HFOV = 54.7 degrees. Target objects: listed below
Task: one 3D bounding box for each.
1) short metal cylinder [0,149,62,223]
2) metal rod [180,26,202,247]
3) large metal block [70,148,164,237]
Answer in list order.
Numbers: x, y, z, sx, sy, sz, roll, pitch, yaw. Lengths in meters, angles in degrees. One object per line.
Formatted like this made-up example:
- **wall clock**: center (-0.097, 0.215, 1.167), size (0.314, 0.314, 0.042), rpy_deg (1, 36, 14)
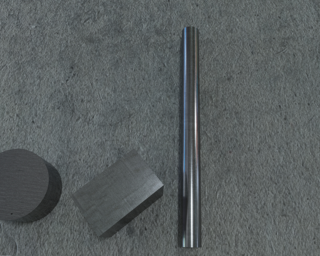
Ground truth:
- **short metal cylinder**: center (-0.164, 0.070, 0.368), size (0.081, 0.050, 0.080), rpy_deg (0, 70, 0)
- **metal rod**: center (0.040, -0.003, 0.409), size (0.025, 0.025, 0.299), rpy_deg (2, 70, 0)
- **large metal block**: center (-0.043, 0.076, 0.351), size (0.080, 0.080, 0.050), rpy_deg (-37, 74, -12)
